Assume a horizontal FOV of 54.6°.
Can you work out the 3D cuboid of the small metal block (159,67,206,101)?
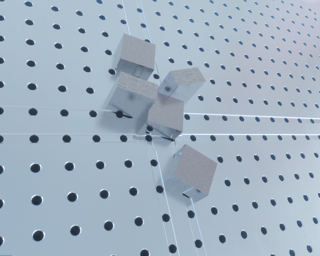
[{"bbox_3d":[0.029,-0.059,0.443,0.050,0.050,0.025,-15,70,-34],"label":"small metal block"}]

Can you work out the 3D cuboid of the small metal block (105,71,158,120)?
[{"bbox_3d":[-0.036,-0.040,0.396,0.050,0.050,0.025,18,55,-18],"label":"small metal block"}]

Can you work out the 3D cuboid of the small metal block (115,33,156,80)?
[{"bbox_3d":[-0.035,-0.104,0.452,0.050,0.025,0.050,15,56,-20],"label":"small metal block"}]

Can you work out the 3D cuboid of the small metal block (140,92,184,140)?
[{"bbox_3d":[0.004,-0.017,0.420,0.050,0.025,0.050,18,55,-18],"label":"small metal block"}]

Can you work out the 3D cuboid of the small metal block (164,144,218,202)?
[{"bbox_3d":[0.040,0.057,0.395,0.050,0.025,0.050,32,52,-8],"label":"small metal block"}]
